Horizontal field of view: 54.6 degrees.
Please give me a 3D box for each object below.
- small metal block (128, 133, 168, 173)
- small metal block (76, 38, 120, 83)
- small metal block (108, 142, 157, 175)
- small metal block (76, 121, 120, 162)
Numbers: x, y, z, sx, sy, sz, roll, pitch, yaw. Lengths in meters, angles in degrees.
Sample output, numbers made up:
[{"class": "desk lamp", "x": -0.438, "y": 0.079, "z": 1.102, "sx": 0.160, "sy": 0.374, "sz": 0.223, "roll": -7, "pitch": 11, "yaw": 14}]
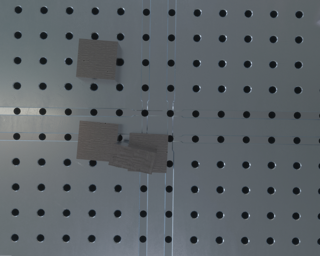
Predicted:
[{"class": "small metal block", "x": -0.015, "y": 0.032, "z": 0.413, "sx": 0.050, "sy": 0.025, "sz": 0.050, "roll": 3, "pitch": 90, "yaw": 0}, {"class": "small metal block", "x": -0.081, "y": -0.089, "z": 0.413, "sx": 0.050, "sy": 0.025, "sz": 0.050, "roll": 5, "pitch": 90, "yaw": 0}, {"class": "small metal block", "x": -0.031, "y": 0.035, "z": 0.376, "sx": 0.050, "sy": 0.050, "sz": 0.025, "roll": 13, "pitch": 90, "yaw": 0}, {"class": "small metal block", "x": -0.081, "y": 0.017, "z": 0.413, "sx": 0.050, "sy": 0.025, "sz": 0.050, "roll": 5, "pitch": 90, "yaw": 0}]
